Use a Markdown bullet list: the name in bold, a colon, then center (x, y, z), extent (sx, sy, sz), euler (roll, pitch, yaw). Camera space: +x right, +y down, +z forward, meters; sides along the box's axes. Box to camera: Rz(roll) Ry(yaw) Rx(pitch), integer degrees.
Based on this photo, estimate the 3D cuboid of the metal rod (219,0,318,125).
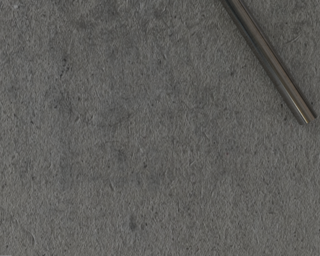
- **metal rod**: center (0.116, -0.136, 0.410), extent (0.025, 0.025, 0.299), euler (-33, 90, 0)
